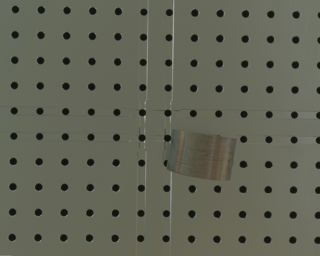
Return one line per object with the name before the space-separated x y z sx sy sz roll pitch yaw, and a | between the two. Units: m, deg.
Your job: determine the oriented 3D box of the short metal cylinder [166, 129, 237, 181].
short metal cylinder | 0.052 0.032 0.387 0.081 0.080 0.050 9 90 -1
